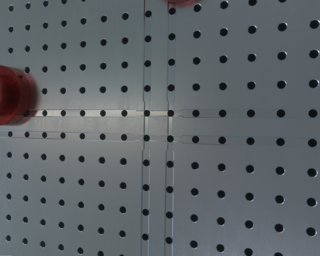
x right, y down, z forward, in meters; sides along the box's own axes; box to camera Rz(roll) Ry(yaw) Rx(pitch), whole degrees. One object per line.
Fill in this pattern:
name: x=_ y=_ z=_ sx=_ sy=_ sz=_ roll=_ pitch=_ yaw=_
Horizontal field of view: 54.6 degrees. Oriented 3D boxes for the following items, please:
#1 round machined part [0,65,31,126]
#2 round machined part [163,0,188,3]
round machined part: x=-0.262 y=-0.053 z=0.497 sx=0.098 sy=0.042 sz=0.097 roll=0 pitch=90 yaw=20
round machined part: x=0.020 y=-0.217 z=0.397 sx=0.098 sy=0.042 sz=0.097 roll=0 pitch=90 yaw=20
